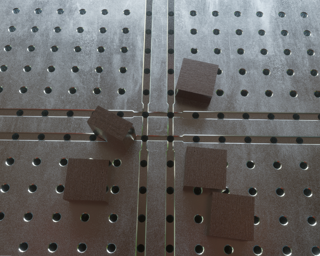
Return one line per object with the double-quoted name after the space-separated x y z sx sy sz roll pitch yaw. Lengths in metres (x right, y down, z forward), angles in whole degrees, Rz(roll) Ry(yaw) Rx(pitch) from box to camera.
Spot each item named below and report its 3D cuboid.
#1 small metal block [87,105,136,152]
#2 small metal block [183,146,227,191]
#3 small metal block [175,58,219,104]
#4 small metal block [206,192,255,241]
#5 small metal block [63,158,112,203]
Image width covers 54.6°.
-0.060 0.002 0.397 0.050 0.050 0.025 27 73 9 "small metal block"
0.057 0.053 0.393 0.050 0.025 0.050 5 70 2 "small metal block"
0.052 -0.066 0.436 0.050 0.025 0.050 13 71 5 "small metal block"
0.085 0.107 0.373 0.050 0.025 0.050 7 70 2 "small metal block"
-0.089 0.066 0.387 0.050 0.025 0.050 2 70 1 "small metal block"
